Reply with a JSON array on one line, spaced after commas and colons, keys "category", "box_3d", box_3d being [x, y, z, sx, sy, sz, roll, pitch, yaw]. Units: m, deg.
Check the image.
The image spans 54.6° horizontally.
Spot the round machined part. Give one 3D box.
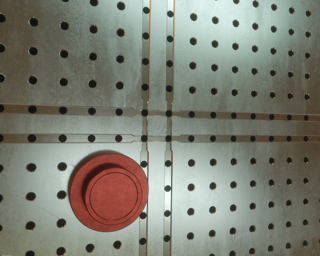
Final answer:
[{"category": "round machined part", "box_3d": [-0.060, 0.080, 0.381, 0.099, 0.042, 0.097, 0, 90, -20]}]
